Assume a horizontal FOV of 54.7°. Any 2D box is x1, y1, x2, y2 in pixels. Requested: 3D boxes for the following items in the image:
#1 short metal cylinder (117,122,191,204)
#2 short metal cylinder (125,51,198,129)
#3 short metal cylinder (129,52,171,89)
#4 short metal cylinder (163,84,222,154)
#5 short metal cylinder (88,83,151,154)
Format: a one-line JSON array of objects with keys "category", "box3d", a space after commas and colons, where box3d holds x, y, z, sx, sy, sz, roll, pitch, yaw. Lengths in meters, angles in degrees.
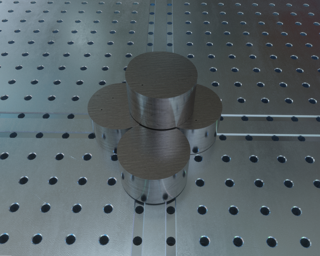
[{"category": "short metal cylinder", "box3d": [-0.007, 0.039, 0.357, 0.081, 0.050, 0.080, 0, 48, 0]}, {"category": "short metal cylinder", "box3d": [0.002, -0.045, 0.363, 0.081, 0.050, 0.080, 0, 50, 0]}, {"category": "short metal cylinder", "box3d": [-0.006, -0.065, 0.446, 0.081, 0.050, 0.080, 1, 50, -1]}, {"category": "short metal cylinder", "box3d": [0.037, -0.013, 0.401, 0.081, 0.050, 0.080, 0, 50, 0]}, {"category": "short metal cylinder", "box3d": [-0.049, -0.013, 0.402, 0.081, 0.050, 0.080, 0, 50, 0]}]
